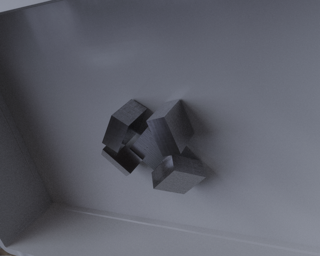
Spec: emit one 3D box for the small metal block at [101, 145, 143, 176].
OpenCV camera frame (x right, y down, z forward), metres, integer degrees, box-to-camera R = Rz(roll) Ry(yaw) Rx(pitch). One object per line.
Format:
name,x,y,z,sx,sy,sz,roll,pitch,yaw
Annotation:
small metal block,-0.056,0.042,0.445,0.050,0.025,0.050,41,162,-1

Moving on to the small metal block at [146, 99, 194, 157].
small metal block,0.014,-0.001,0.381,0.025,0.050,0.050,-12,112,32

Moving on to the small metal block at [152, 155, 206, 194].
small metal block,0.024,0.063,0.415,0.050,0.025,0.050,16,135,-29

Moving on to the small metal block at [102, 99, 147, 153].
small metal block,-0.047,-0.003,0.411,0.025,0.050,0.050,32,128,7

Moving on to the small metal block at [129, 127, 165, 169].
small metal block,-0.006,0.025,0.423,0.050,0.025,0.050,41,129,0
